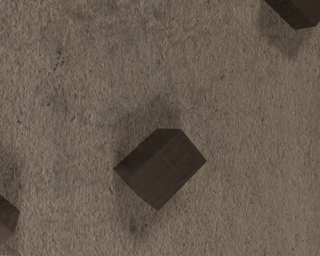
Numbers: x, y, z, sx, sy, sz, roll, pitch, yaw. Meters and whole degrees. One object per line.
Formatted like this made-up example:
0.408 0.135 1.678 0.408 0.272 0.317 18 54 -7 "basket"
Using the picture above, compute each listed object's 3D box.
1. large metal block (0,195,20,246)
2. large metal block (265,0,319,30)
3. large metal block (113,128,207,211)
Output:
-0.193 0.108 0.309 0.080 0.080 0.050 -46 105 -14 "large metal block"
0.217 -0.209 0.469 0.080 0.050 0.080 35 91 -17 "large metal block"
-0.003 0.046 0.380 0.080 0.080 0.050 -43 104 -15 "large metal block"
